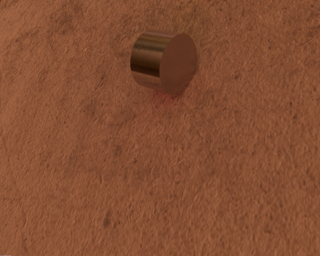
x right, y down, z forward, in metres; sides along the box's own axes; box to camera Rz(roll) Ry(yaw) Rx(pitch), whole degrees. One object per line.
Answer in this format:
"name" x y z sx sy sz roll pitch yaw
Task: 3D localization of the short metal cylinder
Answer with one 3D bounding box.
"short metal cylinder" 0.006 -0.089 0.419 0.050 0.080 0.080 21 73 35
